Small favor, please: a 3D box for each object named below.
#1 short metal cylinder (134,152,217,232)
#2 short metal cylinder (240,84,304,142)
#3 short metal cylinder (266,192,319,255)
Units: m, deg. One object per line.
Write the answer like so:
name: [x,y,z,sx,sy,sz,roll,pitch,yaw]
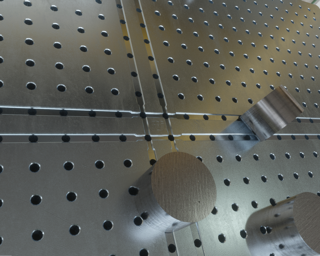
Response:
short metal cylinder: [0.017,0.074,0.356,0.081,0.050,0.080,14,56,-21]
short metal cylinder: [0.171,-0.022,0.478,0.081,0.080,0.050,-31,79,-38]
short metal cylinder: [0.191,0.132,0.414,0.081,0.050,0.080,14,56,-21]
